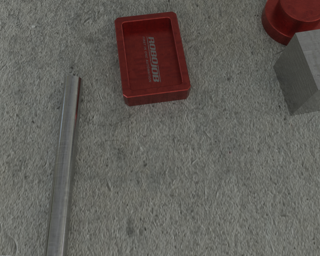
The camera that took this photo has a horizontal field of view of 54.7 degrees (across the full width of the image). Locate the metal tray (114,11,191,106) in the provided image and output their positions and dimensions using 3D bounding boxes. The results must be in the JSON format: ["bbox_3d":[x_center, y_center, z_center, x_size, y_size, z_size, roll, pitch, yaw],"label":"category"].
[{"bbox_3d":[-0.012,-0.100,0.441,0.091,0.030,0.130,-8,70,-3],"label":"metal tray"}]

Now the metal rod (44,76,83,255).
[{"bbox_3d":[-0.120,0.074,0.380,0.025,0.025,0.299,0,70,0],"label":"metal rod"}]

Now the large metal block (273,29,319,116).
[{"bbox_3d":[0.199,-0.071,0.407,0.050,0.080,0.080,-10,71,-4],"label":"large metal block"}]

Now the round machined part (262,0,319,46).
[{"bbox_3d":[0.208,-0.174,0.464,0.099,0.042,0.098,0,70,0],"label":"round machined part"}]
